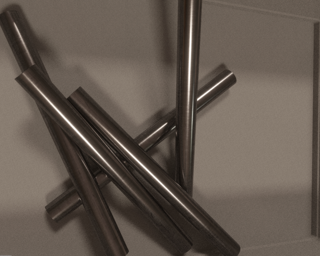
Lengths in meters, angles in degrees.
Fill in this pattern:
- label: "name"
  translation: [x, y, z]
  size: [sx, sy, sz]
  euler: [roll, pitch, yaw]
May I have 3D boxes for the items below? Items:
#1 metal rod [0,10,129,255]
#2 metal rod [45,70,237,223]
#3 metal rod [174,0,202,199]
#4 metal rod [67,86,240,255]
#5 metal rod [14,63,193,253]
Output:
- label: "metal rod"
  translation: [-0.109, 0.011, 0.351]
  size: [0.025, 0.025, 0.299]
  euler: [-25, 91, -19]
- label: "metal rod"
  translation: [-0.013, 0.014, 0.406]
  size: [0.301, 0.025, 0.025]
  euler: [-38, 103, -16]
- label: "metal rod"
  translation: [0.032, -0.041, 0.363]
  size: [0.025, 0.025, 0.298]
  euler: [-10, 117, -20]
- label: "metal rod"
  translation: [0.002, 0.066, 0.386]
  size: [0.300, 0.025, 0.025]
  euler: [46, 76, -17]
- label: "metal rod"
  translation: [-0.049, 0.053, 0.365]
  size: [0.025, 0.025, 0.300]
  euler: [-44, 115, -15]
